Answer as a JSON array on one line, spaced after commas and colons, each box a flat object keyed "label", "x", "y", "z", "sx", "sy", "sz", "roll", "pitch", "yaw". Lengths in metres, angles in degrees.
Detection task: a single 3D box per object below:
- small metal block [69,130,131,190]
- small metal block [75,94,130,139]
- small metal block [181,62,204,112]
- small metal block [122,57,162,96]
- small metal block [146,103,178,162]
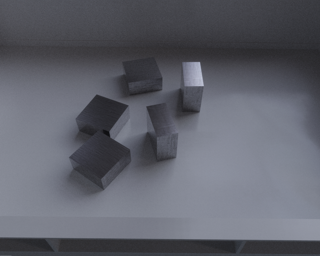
[{"label": "small metal block", "x": -0.071, "y": 0.038, "z": 0.373, "sx": 0.050, "sy": 0.025, "sz": 0.050, "roll": 29, "pitch": 55, "yaw": 21}, {"label": "small metal block", "x": -0.075, "y": -0.013, "z": 0.415, "sx": 0.050, "sy": 0.025, "sz": 0.050, "roll": 20, "pitch": 53, "yaw": 15}, {"label": "small metal block", "x": 0.044, "y": -0.058, "z": 0.438, "sx": 0.025, "sy": 0.050, "sz": 0.050, "roll": -1, "pitch": 50, "yaw": -1}, {"label": "small metal block", "x": -0.027, "y": -0.080, "z": 0.472, "sx": 0.050, "sy": 0.025, "sz": 0.050, "roll": -11, "pitch": 51, "yaw": -10}, {"label": "small metal block", "x": 0.002, "y": 0.005, "z": 0.384, "sx": 0.025, "sy": 0.050, "sz": 0.050, "roll": -12, "pitch": 51, "yaw": -10}]
